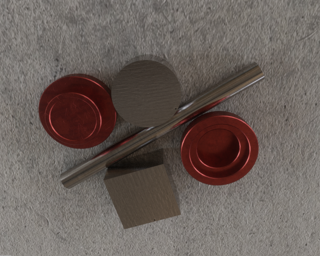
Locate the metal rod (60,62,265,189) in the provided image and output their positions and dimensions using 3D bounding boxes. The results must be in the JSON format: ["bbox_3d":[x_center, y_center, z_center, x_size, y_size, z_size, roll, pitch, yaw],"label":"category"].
[{"bbox_3d":[-0.004,0.002,0.412,0.300,0.025,0.025,-30,108,10],"label":"metal rod"}]

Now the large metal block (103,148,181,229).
[{"bbox_3d":[-0.022,0.083,0.429,0.080,0.050,0.080,-16,110,6],"label":"large metal block"}]

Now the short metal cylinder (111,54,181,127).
[{"bbox_3d":[-0.016,-0.047,0.380,0.081,0.050,0.079,0,110,0],"label":"short metal cylinder"}]

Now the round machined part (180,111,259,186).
[{"bbox_3d":[0.076,0.024,0.411,0.099,0.042,0.097,0,110,0],"label":"round machined part"}]

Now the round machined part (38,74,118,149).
[{"bbox_3d":[-0.105,-0.017,0.394,0.099,0.042,0.097,0,110,0],"label":"round machined part"}]
